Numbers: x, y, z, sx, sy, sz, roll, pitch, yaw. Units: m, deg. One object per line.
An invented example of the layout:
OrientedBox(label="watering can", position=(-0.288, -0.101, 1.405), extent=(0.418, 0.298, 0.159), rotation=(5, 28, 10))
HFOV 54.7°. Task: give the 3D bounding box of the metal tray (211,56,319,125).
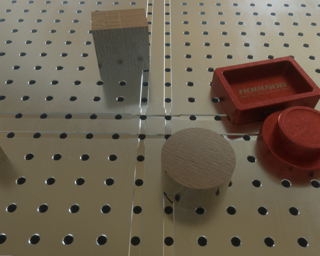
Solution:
OrientedBox(label="metal tray", position=(0.153, -0.058, 0.455), extent=(0.131, 0.030, 0.090), rotation=(-11, 51, -10))

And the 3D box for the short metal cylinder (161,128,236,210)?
OrientedBox(label="short metal cylinder", position=(0.041, 0.046, 0.353), extent=(0.081, 0.050, 0.080), rotation=(0, 50, 0))

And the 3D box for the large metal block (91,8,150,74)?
OrientedBox(label="large metal block", position=(-0.060, -0.135, 0.485), extent=(0.081, 0.080, 0.050), rotation=(-6, 51, -6))

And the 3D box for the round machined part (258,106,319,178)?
OrientedBox(label="round machined part", position=(0.178, 0.010, 0.390), extent=(0.099, 0.042, 0.098), rotation=(0, 50, 0))

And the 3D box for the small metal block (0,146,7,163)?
OrientedBox(label="small metal block", position=(-0.221, 0.019, 0.372), extent=(0.050, 0.050, 0.025), rotation=(23, 54, 18))
